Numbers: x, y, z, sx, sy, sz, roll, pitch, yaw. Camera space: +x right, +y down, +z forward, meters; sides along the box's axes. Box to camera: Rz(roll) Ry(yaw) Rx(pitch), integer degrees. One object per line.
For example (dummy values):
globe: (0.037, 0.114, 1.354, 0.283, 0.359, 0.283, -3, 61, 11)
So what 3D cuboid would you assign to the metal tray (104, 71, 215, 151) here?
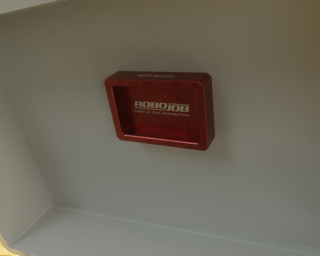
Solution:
metal tray: (0.000, -0.023, 0.391, 0.130, 0.030, 0.089, 6, 121, 25)
